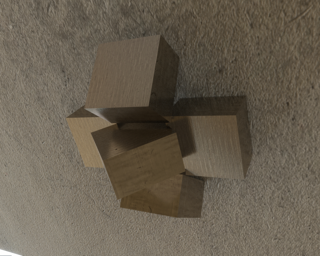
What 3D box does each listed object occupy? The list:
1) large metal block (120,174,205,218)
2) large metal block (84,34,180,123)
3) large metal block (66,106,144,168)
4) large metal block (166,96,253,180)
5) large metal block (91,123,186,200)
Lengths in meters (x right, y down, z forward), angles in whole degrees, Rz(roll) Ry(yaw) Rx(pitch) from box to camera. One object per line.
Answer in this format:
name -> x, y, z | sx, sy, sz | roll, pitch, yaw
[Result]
large metal block -> 0.006, 0.088, 0.415 | 0.080, 0.080, 0.050 | 2, 76, 28
large metal block -> -0.029, -0.051, 0.348 | 0.080, 0.080, 0.050 | 0, 162, 28
large metal block -> -0.072, 0.009, 0.434 | 0.080, 0.050, 0.080 | 0, 118, 28
large metal block -> 0.059, 0.010, 0.363 | 0.080, 0.050, 0.080 | 0, 119, 28
large metal block -> -0.028, 0.027, 0.360 | 0.080, 0.081, 0.050 | -137, 29, -61
